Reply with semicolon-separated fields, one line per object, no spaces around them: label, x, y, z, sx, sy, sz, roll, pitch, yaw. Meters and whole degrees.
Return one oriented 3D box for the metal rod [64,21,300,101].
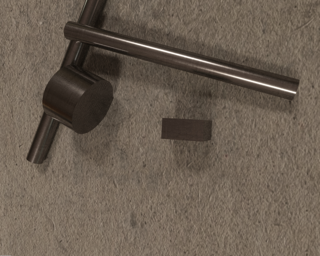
metal rod;0.016;-0.088;0.388;0.301;0.025;0.025;18;96;13

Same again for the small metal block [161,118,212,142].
small metal block;0.034;0.002;0.383;0.050;0.050;0.025;3;91;19

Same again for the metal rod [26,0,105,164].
metal rod;-0.133;-0.086;0.454;0.025;0.025;0.298;26;98;18

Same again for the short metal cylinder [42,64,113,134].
short metal cylinder;-0.108;-0.039;0.417;0.050;0.080;0.080;29;100;17
